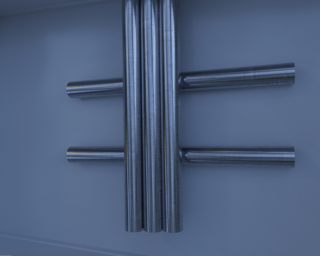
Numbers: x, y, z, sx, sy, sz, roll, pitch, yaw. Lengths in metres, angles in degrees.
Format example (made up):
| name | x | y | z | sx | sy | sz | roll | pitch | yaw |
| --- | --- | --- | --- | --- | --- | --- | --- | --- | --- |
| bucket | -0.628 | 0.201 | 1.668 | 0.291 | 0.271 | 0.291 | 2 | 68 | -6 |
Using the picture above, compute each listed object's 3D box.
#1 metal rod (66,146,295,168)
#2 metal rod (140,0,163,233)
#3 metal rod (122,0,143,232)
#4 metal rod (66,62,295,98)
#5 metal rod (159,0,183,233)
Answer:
| name | x | y | z | sx | sy | sz | roll | pitch | yaw |
| --- | --- | --- | --- | --- | --- | --- | --- | --- | --- |
| metal rod | 0.012 | 0.036 | 0.405 | 0.301 | 0.025 | 0.025 | -1 | 90 | 19 |
| metal rod | -0.010 | -0.023 | 0.385 | 0.025 | 0.025 | 0.298 | -1 | 90 | 20 |
| metal rod | -0.034 | -0.021 | 0.394 | 0.025 | 0.025 | 0.298 | -1 | 90 | 20 |
| metal rod | 0.012 | -0.059 | 0.405 | 0.301 | 0.025 | 0.025 | -1 | 90 | 19 |
| metal rod | 0.013 | -0.026 | 0.377 | 0.025 | 0.025 | 0.298 | -1 | 90 | 20 |
